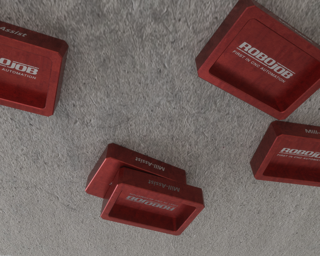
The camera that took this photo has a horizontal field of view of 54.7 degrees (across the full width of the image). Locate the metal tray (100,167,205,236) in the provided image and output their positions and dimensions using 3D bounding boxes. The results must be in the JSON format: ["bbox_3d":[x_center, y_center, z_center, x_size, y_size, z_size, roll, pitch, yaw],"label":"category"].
[{"bbox_3d":[-0.012,0.112,0.458,0.131,0.030,0.089,18,128,-15],"label":"metal tray"}]

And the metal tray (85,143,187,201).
[{"bbox_3d":[-0.036,0.082,0.473,0.131,0.030,0.089,23,126,-19],"label":"metal tray"}]

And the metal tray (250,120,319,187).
[{"bbox_3d":[0.207,0.040,0.439,0.131,0.030,0.089,8,130,-7],"label":"metal tray"}]

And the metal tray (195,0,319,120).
[{"bbox_3d":[0.117,-0.071,0.344,0.131,0.030,0.089,24,126,-20],"label":"metal tray"}]

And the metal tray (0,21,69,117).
[{"bbox_3d":[-0.176,-0.070,0.342,0.131,0.030,0.089,15,129,-13],"label":"metal tray"}]
